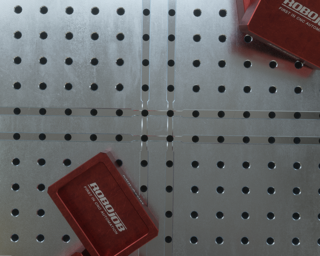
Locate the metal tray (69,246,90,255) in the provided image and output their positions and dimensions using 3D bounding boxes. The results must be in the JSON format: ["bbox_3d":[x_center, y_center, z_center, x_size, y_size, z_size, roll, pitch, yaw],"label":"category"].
[{"bbox_3d":[-0.128,0.230,0.404,0.130,0.030,0.090,-37,84,1],"label":"metal tray"}]

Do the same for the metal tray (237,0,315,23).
[{"bbox_3d":[0.146,-0.207,0.411,0.090,0.030,0.129,-7,90,0],"label":"metal tray"}]

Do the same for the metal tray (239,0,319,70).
[{"bbox_3d":[0.178,-0.138,0.388,0.131,0.030,0.090,22,103,-13],"label":"metal tray"}]

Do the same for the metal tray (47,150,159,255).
[{"bbox_3d":[-0.073,0.107,0.410,0.090,0.030,0.130,-34,90,0],"label":"metal tray"}]
